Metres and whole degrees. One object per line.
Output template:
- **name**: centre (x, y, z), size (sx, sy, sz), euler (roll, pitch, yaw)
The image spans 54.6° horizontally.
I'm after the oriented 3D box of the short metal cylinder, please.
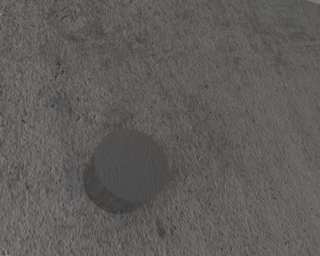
- **short metal cylinder**: centre (-0.038, 0.048, 0.338), size (0.081, 0.050, 0.080), euler (13, 56, -21)
